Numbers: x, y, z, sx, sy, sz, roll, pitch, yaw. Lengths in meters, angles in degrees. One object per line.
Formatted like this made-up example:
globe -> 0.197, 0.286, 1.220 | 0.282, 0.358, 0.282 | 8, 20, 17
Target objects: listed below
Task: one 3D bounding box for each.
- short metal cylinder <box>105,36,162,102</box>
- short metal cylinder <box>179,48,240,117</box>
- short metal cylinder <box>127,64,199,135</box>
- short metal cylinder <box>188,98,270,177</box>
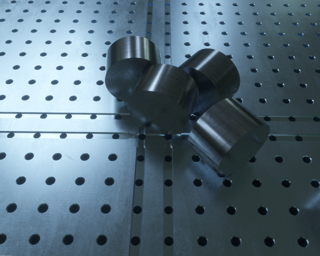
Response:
short metal cylinder -> -0.037, -0.082, 0.440 | 0.081, 0.080, 0.050 | -3, 49, -3
short metal cylinder -> 0.061, -0.061, 0.424 | 0.080, 0.080, 0.050 | 32, 57, 23
short metal cylinder -> 0.005, -0.036, 0.401 | 0.080, 0.080, 0.050 | 16, 54, 12
short metal cylinder -> 0.081, 0.012, 0.363 | 0.081, 0.080, 0.050 | -29, 56, -22
